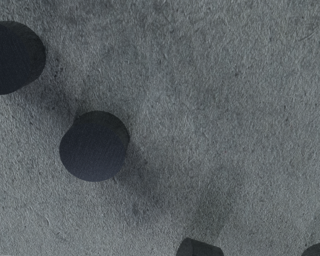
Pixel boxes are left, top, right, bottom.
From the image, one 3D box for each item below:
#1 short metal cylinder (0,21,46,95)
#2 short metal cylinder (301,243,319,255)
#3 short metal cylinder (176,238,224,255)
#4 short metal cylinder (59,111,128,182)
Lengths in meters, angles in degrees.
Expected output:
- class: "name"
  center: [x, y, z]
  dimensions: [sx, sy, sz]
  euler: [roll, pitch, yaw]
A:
- class: "short metal cylinder"
  center: [-0.183, -0.084, 0.364]
  dimensions: [0.081, 0.050, 0.079]
  euler: [0, 110, 0]
- class: "short metal cylinder"
  center: [0.258, 0.220, 0.464]
  dimensions: [0.080, 0.080, 0.050]
  euler: [-27, 108, 9]
- class: "short metal cylinder"
  center: [0.055, 0.210, 0.458]
  dimensions: [0.050, 0.080, 0.079]
  euler: [20, 109, -7]
- class: "short metal cylinder"
  center: [-0.083, 0.023, 0.404]
  dimensions: [0.081, 0.050, 0.079]
  euler: [0, 110, 0]
